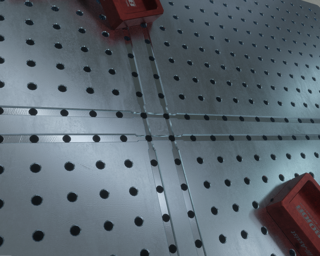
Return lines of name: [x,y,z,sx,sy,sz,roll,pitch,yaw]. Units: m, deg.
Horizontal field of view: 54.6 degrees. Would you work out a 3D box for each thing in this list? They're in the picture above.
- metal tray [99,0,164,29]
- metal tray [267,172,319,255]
metal tray: [-0.058,-0.228,0.486,0.091,0.030,0.130,-26,94,-37]
metal tray: [0.222,0.140,0.438,0.091,0.030,0.130,-29,78,-37]
